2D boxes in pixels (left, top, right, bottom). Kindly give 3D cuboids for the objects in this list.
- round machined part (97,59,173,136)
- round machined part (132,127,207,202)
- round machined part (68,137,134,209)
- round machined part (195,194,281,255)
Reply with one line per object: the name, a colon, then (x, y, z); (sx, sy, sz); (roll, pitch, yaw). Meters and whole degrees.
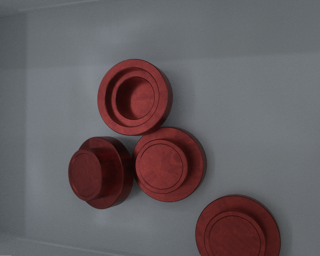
round machined part: (-0.029, -0.038, 0.409); (0.098, 0.042, 0.097); (-1, 87, 20)
round machined part: (0.008, 0.047, 0.398); (0.098, 0.042, 0.097); (0, 90, 19)
round machined part: (-0.085, 0.060, 0.416); (0.098, 0.042, 0.097); (1, 91, 37)
round machined part: (0.089, 0.129, 0.363); (0.098, 0.042, 0.097); (-3, 82, 19)
